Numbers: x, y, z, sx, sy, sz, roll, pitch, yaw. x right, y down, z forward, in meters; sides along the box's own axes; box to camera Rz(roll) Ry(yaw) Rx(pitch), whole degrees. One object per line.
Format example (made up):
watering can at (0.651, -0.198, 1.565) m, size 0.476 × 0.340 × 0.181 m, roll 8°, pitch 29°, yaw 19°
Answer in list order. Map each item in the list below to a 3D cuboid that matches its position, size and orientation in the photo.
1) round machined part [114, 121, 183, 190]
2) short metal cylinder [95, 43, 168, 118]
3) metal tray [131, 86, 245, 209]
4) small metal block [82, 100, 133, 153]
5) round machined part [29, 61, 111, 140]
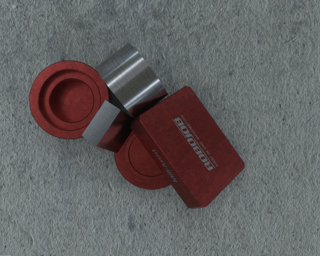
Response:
round machined part at (-0.011, 0.032, 0.402) m, size 0.099 × 0.042 × 0.097 m, roll 0°, pitch 90°, yaw -1°
short metal cylinder at (-0.035, -0.057, 0.384) m, size 0.050 × 0.080 × 0.080 m, roll -38°, pitch 90°, yaw 0°
metal tray at (0.037, 0.022, 0.387) m, size 0.091 × 0.030 × 0.130 m, roll -36°, pitch 90°, yaw -32°
small metal block at (-0.060, 0.000, 0.380) m, size 0.025 × 0.050 × 0.050 m, roll 33°, pitch 90°, yaw 24°
round machined part at (-0.111, -0.035, 0.401) m, size 0.099 × 0.042 × 0.097 m, roll 0°, pitch 90°, yaw -1°
